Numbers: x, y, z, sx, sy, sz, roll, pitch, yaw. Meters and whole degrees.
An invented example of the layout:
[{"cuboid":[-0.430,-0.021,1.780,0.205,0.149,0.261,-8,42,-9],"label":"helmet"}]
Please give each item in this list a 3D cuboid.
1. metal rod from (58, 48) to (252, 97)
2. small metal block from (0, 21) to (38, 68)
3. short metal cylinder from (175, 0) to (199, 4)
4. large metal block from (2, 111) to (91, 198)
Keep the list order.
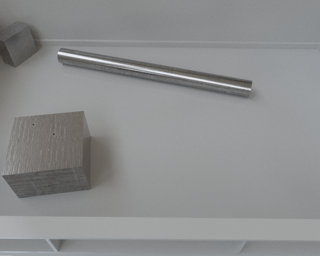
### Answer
[{"cuboid":[-0.013,-0.087,0.478,0.301,0.025,0.025,12,51,9],"label":"metal rod"},{"cuboid":[-0.232,-0.134,0.499,0.025,0.050,0.050,23,54,18],"label":"small metal block"},{"cuboid":[0.057,-0.300,0.625,0.080,0.080,0.050,9,51,7],"label":"short metal cylinder"},{"cuboid":[-0.126,0.030,0.362,0.081,0.050,0.080,-6,50,-5],"label":"large metal block"}]
